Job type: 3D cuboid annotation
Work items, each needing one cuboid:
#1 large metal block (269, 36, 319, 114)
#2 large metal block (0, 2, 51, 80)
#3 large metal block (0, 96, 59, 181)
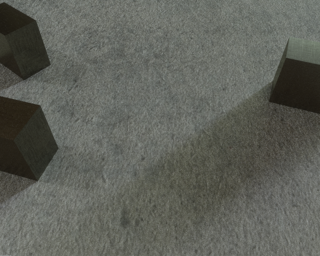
[{"bbox_3d":[0.206,-0.071,0.430,0.080,0.080,0.050,15,52,12],"label":"large metal block"},{"bbox_3d":[-0.224,-0.133,0.477,0.080,0.080,0.050,33,57,24],"label":"large metal block"},{"bbox_3d":[-0.175,0.010,0.357,0.080,0.080,0.050,13,51,10],"label":"large metal block"}]
